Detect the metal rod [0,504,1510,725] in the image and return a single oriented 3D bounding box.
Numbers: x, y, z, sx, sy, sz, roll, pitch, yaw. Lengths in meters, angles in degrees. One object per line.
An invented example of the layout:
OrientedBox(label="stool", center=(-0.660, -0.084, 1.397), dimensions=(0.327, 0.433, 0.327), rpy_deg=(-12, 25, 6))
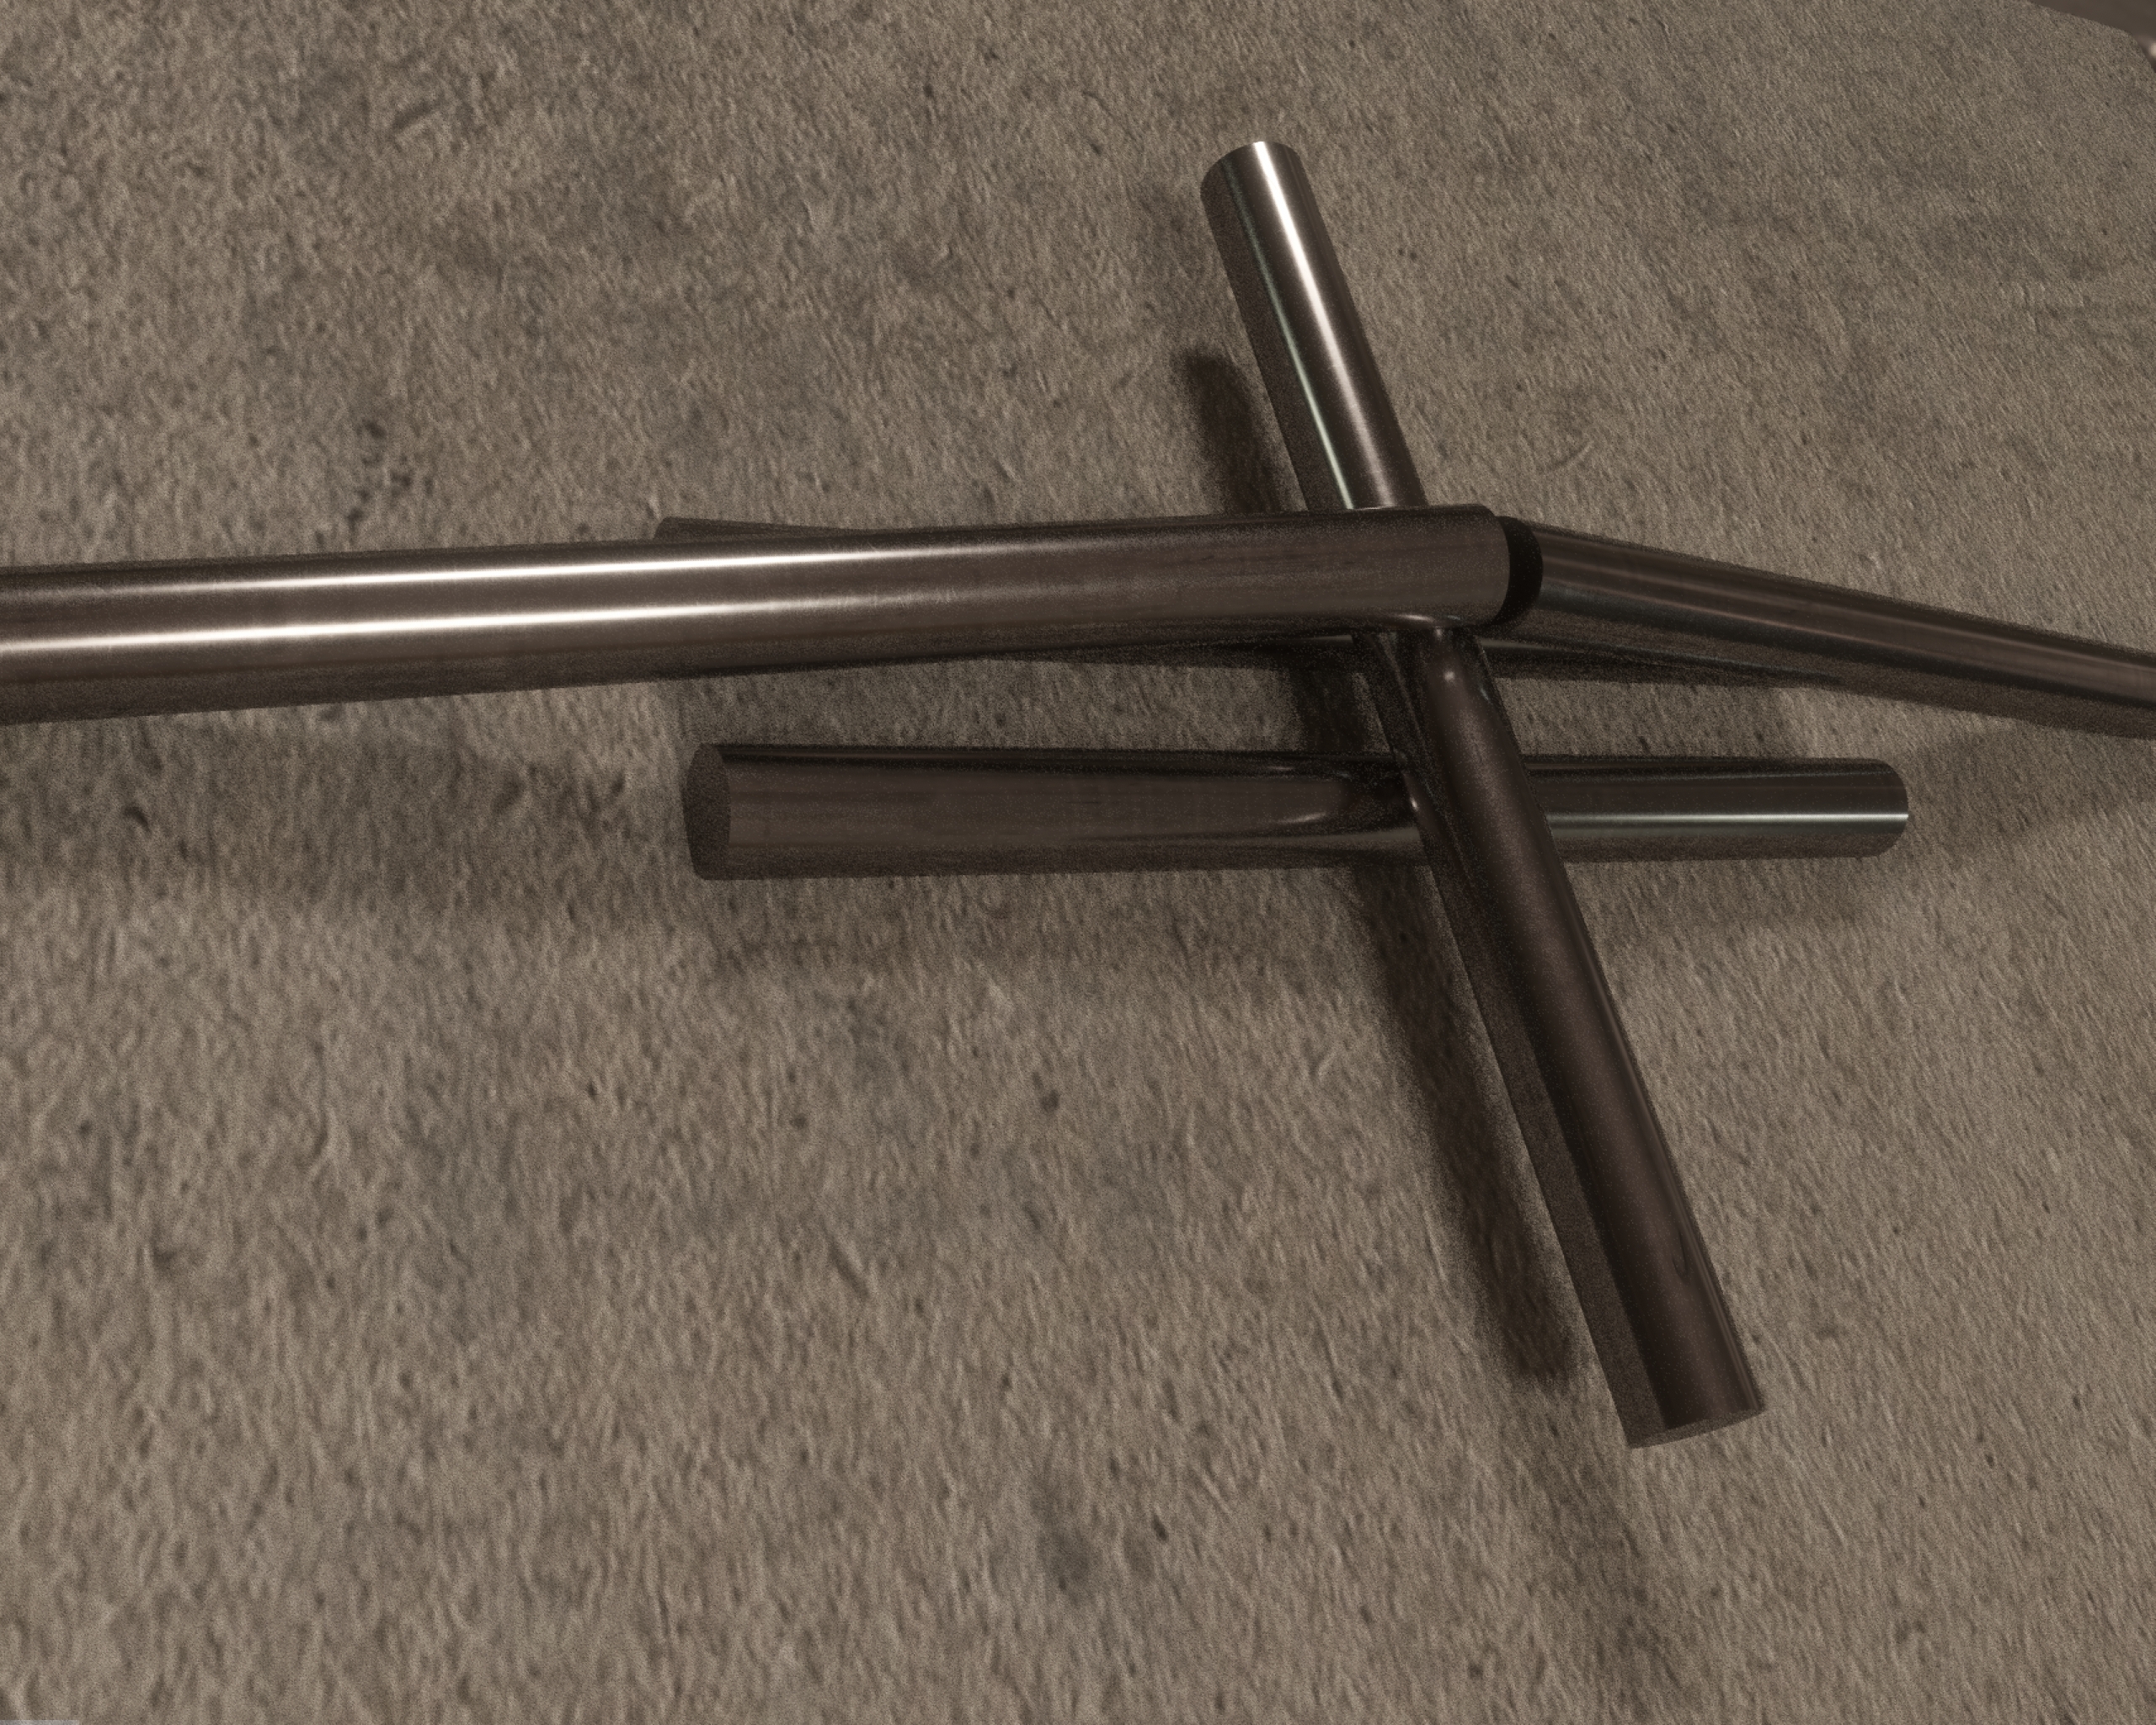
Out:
OrientedBox(label="metal rod", center=(-0.060, -0.046, 0.370), dimensions=(0.303, 0.025, 0.025), rpy_deg=(-6, 65, -21))

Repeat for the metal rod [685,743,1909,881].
OrientedBox(label="metal rod", center=(0.065, -0.011, 0.449), dimensions=(0.303, 0.025, 0.025), rpy_deg=(-1, 62, -29))

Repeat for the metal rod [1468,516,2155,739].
OrientedBox(label="metal rod", center=(0.202, -0.053, 0.517), dimensions=(0.302, 0.025, 0.025), rpy_deg=(2, 60, -39))

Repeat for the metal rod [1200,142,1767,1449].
OrientedBox(label="metal rod", center=(0.076, -0.030, 0.435), dimensions=(0.025, 0.025, 0.299), rpy_deg=(0, 62, -29))

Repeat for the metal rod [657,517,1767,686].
OrientedBox(label="metal rod", center=(0.054, -0.055, 0.469), dimensions=(0.303, 0.025, 0.025), rpy_deg=(-1, 62, -29))
